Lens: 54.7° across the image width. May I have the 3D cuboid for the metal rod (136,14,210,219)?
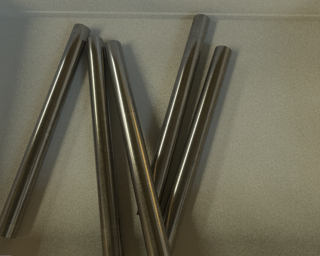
[{"bbox_3d":[0.024,-0.029,0.420,0.025,0.025,0.299,15,71,5],"label":"metal rod"}]

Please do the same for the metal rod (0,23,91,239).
[{"bbox_3d":[-0.149,-0.011,0.412,0.025,0.025,0.299,12,70,4],"label":"metal rod"}]

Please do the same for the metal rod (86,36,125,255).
[{"bbox_3d":[-0.074,0.012,0.404,0.025,0.025,0.299,-8,70,-3],"label":"metal rod"}]

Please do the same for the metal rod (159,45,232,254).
[{"bbox_3d":[0.045,0.021,0.401,0.025,0.025,0.299,17,71,6],"label":"metal rod"}]

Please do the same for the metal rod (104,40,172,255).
[{"bbox_3d":[-0.034,0.010,0.387,0.025,0.025,0.299,-13,64,-5],"label":"metal rod"}]
